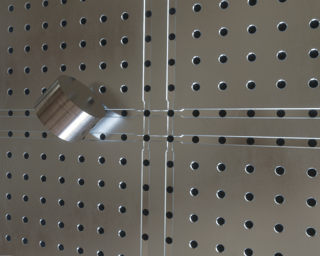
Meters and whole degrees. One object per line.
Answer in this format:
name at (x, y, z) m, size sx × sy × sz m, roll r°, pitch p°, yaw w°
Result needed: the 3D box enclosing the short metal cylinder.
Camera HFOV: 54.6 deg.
short metal cylinder at (-0.122, -0.027, 0.427) m, size 0.050 × 0.080 × 0.080 m, roll -43°, pitch 77°, yaw 15°
